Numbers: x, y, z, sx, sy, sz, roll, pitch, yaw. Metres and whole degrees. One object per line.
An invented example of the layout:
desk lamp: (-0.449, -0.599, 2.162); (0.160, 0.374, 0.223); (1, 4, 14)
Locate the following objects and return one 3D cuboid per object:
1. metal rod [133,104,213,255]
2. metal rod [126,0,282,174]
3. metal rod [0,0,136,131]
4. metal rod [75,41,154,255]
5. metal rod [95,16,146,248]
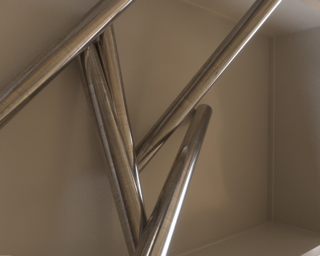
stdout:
metal rod: (0.025, 0.046, 0.343); (0.025, 0.025, 0.301); (65, 27, -20)
metal rod: (0.057, -0.063, 0.380); (0.025, 0.025, 0.300); (40, 90, -34)
metal rod: (-0.104, -0.064, 0.299); (0.301, 0.025, 0.025); (-51, 121, -20)
metal rod: (-0.038, 0.043, 0.299); (0.025, 0.025, 0.299); (-5, 69, -40)
metal rod: (-0.041, 0.024, 0.353); (0.025, 0.025, 0.298); (-10, 91, -40)
